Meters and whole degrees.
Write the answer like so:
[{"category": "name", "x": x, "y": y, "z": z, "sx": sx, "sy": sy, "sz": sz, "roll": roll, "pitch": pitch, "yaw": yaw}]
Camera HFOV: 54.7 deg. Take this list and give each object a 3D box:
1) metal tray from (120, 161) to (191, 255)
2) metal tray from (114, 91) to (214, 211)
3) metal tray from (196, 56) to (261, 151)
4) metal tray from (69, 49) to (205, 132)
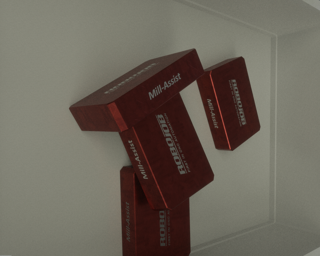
[{"category": "metal tray", "x": -0.004, "y": 0.111, "z": 0.400, "sx": 0.091, "sy": 0.030, "sz": 0.129, "roll": -3, "pitch": 92, "yaw": -40}, {"category": "metal tray", "x": 0.006, "y": 0.022, "z": 0.376, "sx": 0.091, "sy": 0.030, "sz": 0.129, "roll": -23, "pitch": 91, "yaw": -42}, {"category": "metal tray", "x": 0.112, "y": -0.039, "z": 0.497, "sx": 0.091, "sy": 0.030, "sz": 0.129, "roll": -29, "pitch": 108, "yaw": -36}, {"category": "metal tray", "x": -0.024, "y": -0.043, "z": 0.343, "sx": 0.131, "sy": 0.090, "sz": 0.030, "roll": -39, "pitch": 114, "yaw": -33}]
